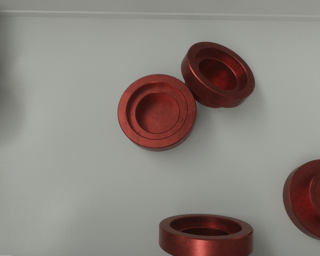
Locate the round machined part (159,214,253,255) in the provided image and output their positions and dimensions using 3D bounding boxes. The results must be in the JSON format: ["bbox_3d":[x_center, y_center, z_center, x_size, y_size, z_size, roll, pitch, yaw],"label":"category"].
[{"bbox_3d":[0.048,0.124,0.329,0.099,0.098,0.042,1,88,0],"label":"round machined part"}]

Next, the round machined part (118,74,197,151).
[{"bbox_3d":[-0.002,-0.017,0.402,0.099,0.042,0.098,-2,74,6],"label":"round machined part"}]

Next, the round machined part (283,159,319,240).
[{"bbox_3d":[0.205,0.085,0.372,0.099,0.042,0.098,0,70,-1],"label":"round machined part"}]

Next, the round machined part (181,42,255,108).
[{"bbox_3d":[0.072,-0.065,0.412,0.099,0.042,0.098,13,52,-17],"label":"round machined part"}]
